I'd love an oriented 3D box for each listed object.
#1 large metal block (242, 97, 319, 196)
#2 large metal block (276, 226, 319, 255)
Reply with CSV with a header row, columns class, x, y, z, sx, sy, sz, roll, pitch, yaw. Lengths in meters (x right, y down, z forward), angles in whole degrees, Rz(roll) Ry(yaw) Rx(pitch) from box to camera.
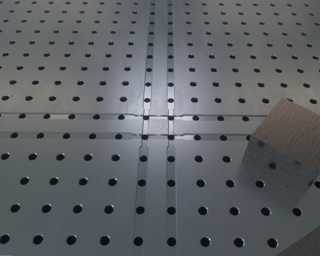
class,x,y,z,sx,sy,sz,roll,pitch,yaw
large metal block,0.160,0.020,0.376,0.080,0.050,0.080,33,57,24
large metal block,0.156,0.137,0.277,0.081,0.050,0.080,-23,54,-18
